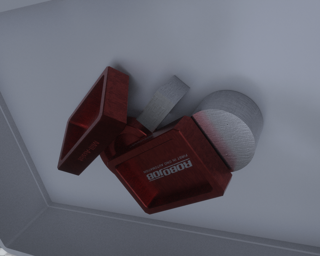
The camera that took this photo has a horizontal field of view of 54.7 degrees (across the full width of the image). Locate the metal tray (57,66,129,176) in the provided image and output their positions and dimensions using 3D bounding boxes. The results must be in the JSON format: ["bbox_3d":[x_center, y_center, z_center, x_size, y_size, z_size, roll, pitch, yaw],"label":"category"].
[{"bbox_3d":[-0.088,-0.007,0.403,0.030,0.090,0.129,24,134,-28],"label":"metal tray"}]

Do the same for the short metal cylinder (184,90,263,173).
[{"bbox_3d":[0.072,0.004,0.353,0.080,0.050,0.079,13,124,20],"label":"short metal cylinder"}]

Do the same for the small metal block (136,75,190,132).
[{"bbox_3d":[0.004,-0.029,0.368,0.025,0.050,0.050,40,127,1],"label":"small metal block"}]

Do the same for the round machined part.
[{"bbox_3d":[-0.034,0.027,0.430,0.098,0.042,0.097,13,124,20],"label":"round machined part"}]

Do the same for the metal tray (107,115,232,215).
[{"bbox_3d":[0.007,0.050,0.368,0.130,0.030,0.090,-28,103,41],"label":"metal tray"}]
